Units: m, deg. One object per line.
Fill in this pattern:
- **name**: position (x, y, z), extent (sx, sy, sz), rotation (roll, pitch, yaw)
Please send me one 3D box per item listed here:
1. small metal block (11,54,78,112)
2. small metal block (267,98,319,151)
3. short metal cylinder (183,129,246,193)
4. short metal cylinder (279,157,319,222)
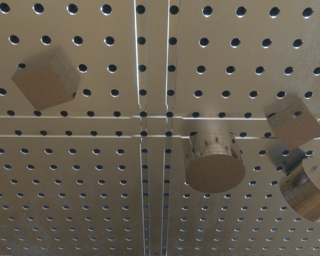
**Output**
- **small metal block**: position (-0.134, -0.052, 0.366), extent (0.050, 0.025, 0.050), rotation (-16, 129, 13)
- **small metal block**: position (0.180, -0.003, 0.411), extent (0.050, 0.025, 0.050), rotation (-36, 122, 26)
- **short metal cylinder**: position (0.075, 0.047, 0.436), extent (0.081, 0.050, 0.079), rotation (0, 130, 0)
- **short metal cylinder**: position (0.225, 0.089, 0.453), extent (0.080, 0.080, 0.050), rotation (20, 127, -16)
